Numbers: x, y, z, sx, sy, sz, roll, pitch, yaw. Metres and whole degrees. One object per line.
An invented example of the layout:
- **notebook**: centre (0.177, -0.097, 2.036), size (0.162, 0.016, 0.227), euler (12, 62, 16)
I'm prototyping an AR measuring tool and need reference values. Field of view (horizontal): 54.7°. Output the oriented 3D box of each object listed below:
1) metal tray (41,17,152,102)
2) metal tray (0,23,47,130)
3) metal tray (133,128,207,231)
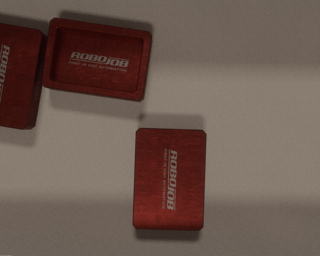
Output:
- **metal tray**: centre (-0.081, -0.088, 0.407), size (0.131, 0.030, 0.089), euler (8, 90, -1)
- **metal tray**: centre (-0.204, -0.068, 0.406), size (0.091, 0.030, 0.129), euler (10, 90, -1)
- **metal tray**: centre (0.012, 0.066, 0.409), size (0.091, 0.030, 0.129), euler (2, 90, -1)
